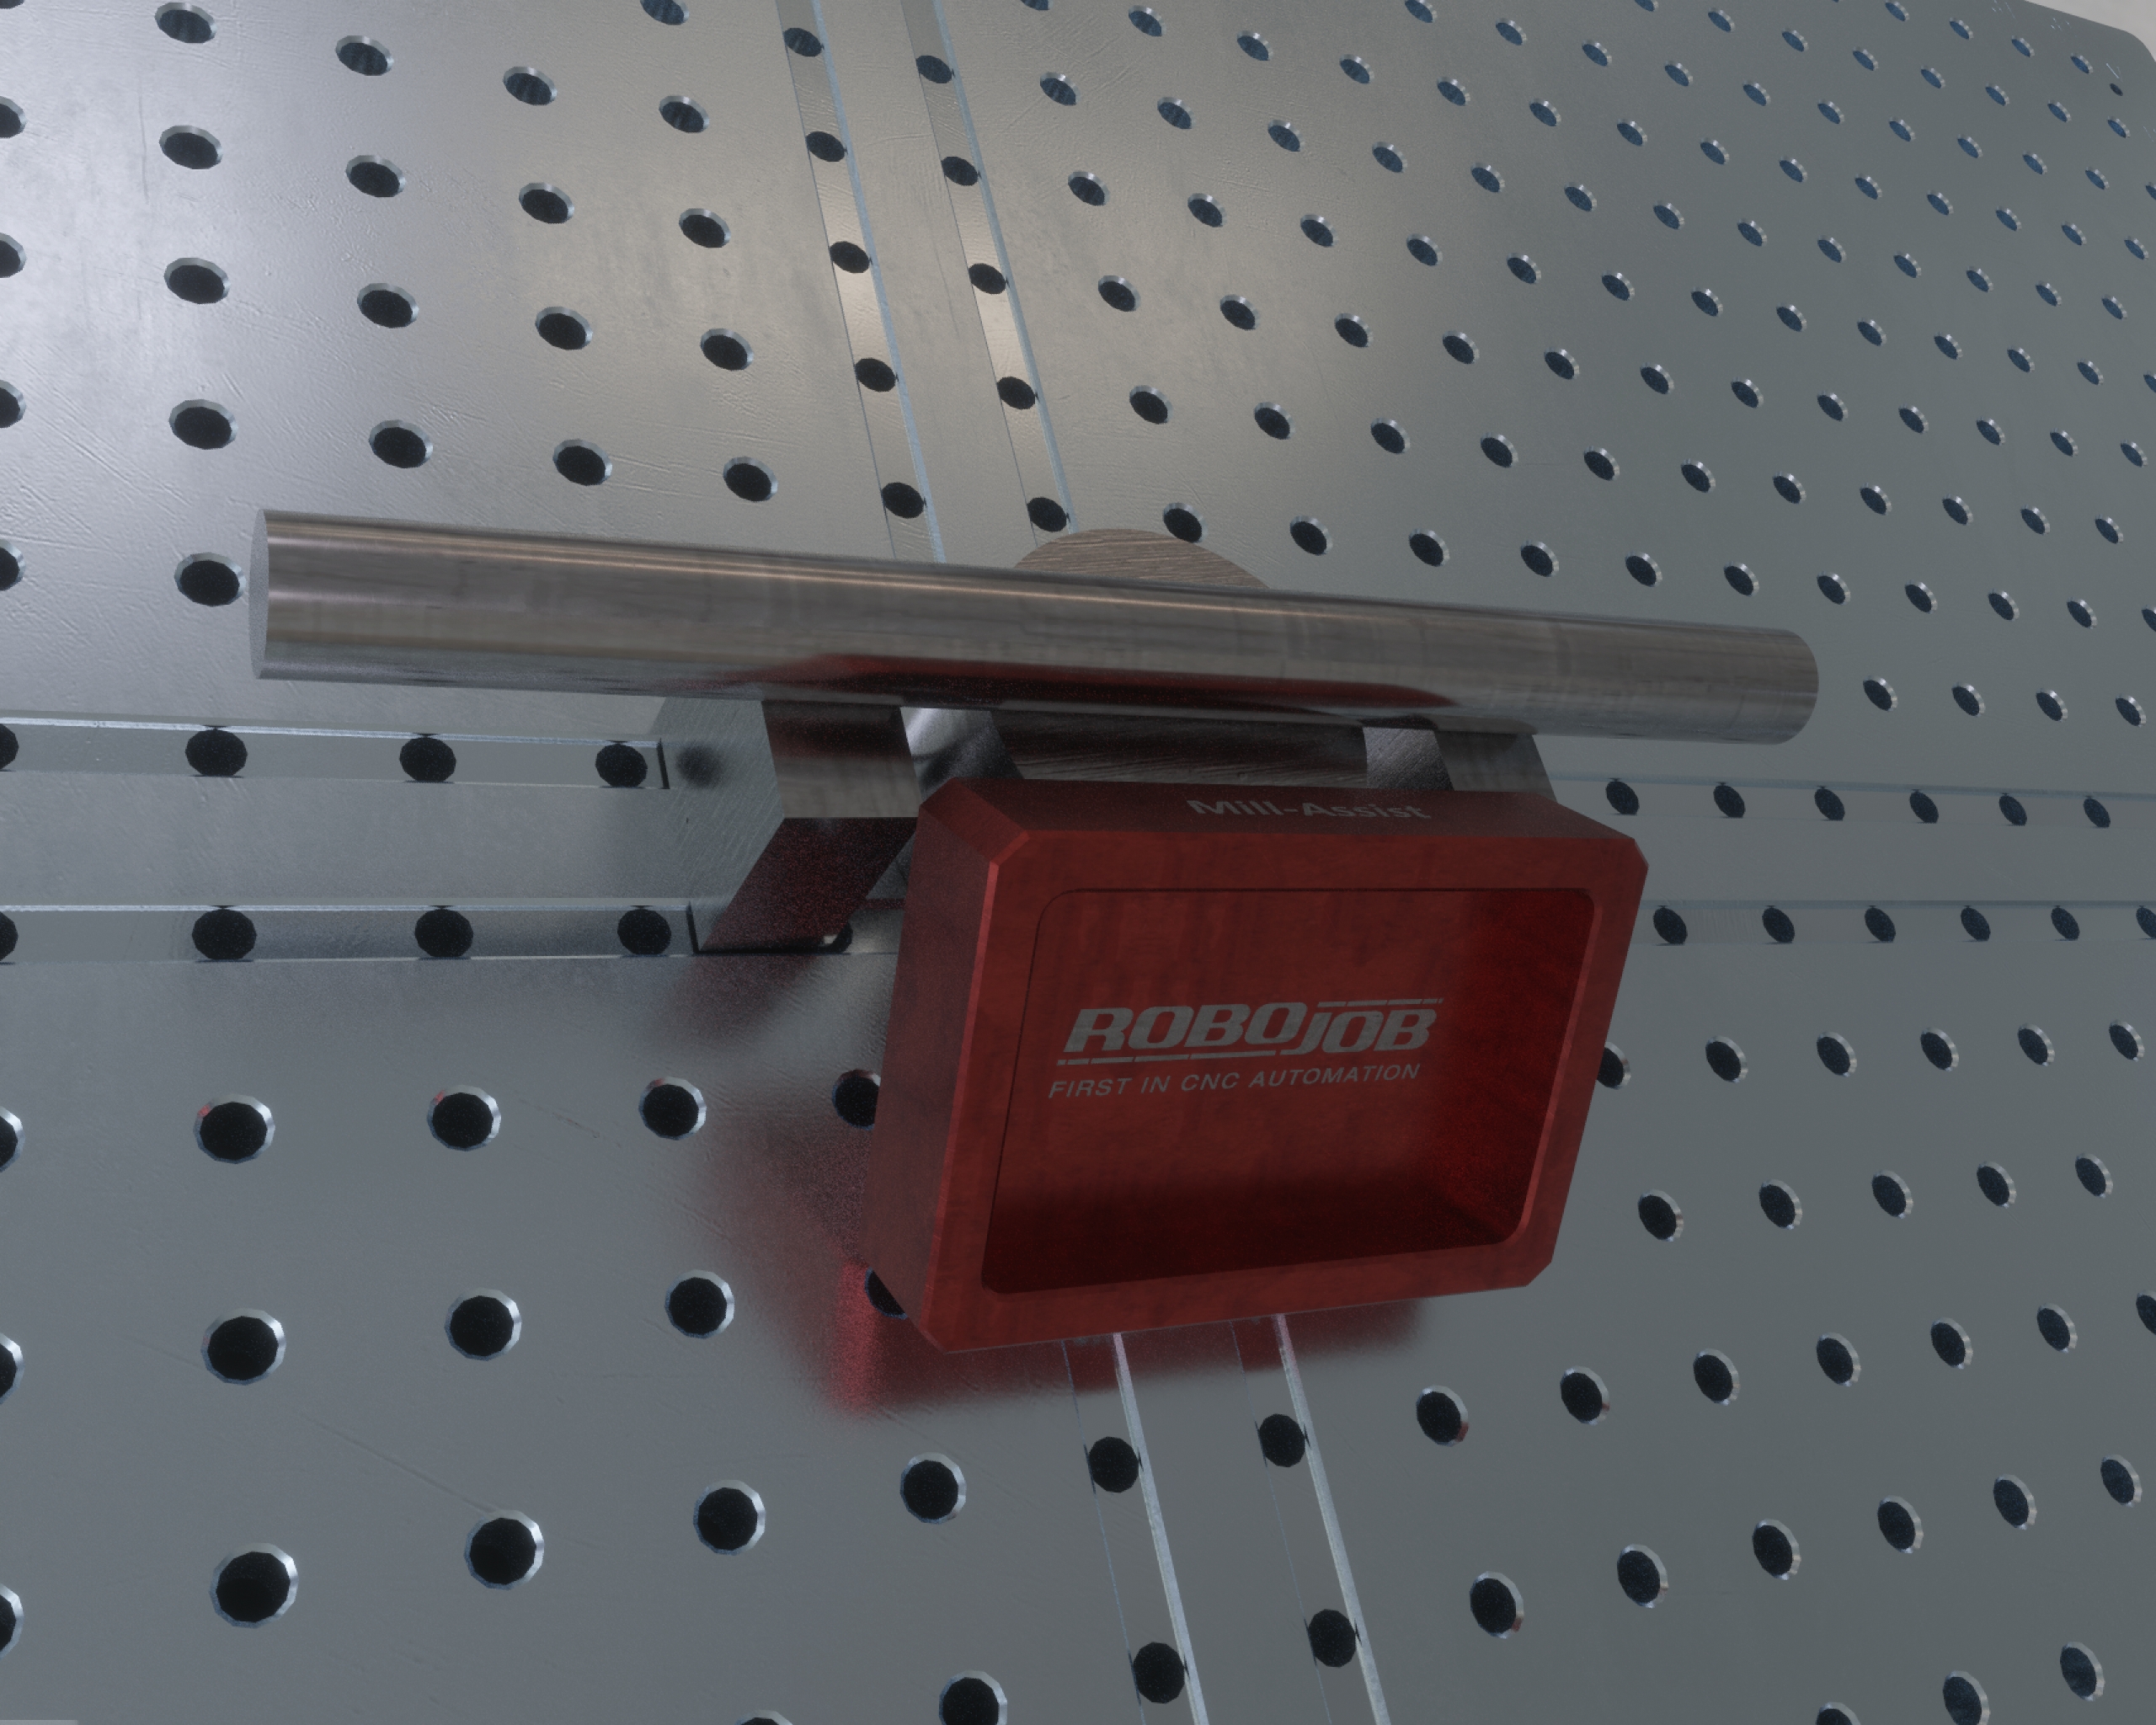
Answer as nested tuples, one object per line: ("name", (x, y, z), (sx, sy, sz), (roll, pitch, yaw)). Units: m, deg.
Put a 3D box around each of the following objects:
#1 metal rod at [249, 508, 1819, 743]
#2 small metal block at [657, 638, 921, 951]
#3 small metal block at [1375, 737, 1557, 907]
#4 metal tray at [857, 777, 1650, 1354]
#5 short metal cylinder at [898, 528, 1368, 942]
("metal rod", (0.014, -0.038, 0.375), (0.303, 0.025, 0.025), (0, 62, -28))
("small metal block", (-0.053, -0.018, 0.375), (0.025, 0.050, 0.050), (-1, 62, -29))
("small metal block", (0.071, -0.015, 0.440), (0.025, 0.050, 0.050), (-1, 62, -29))
("metal tray", (0.032, 0.033, 0.366), (0.131, 0.089, 0.030), (0, 18, -28))
("short metal cylinder", (0.009, -0.018, 0.407), (0.081, 0.050, 0.080), (14, 56, -21))
